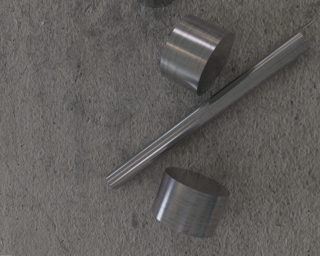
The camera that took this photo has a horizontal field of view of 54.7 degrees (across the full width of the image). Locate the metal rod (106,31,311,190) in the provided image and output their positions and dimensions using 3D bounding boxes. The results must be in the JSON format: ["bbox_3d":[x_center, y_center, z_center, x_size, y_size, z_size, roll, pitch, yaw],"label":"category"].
[{"bbox_3d":[0.048,-0.012,0.391,0.300,0.025,0.025,-37,78,16],"label":"metal rod"}]

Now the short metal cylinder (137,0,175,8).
[{"bbox_3d":[-0.011,-0.204,0.399,0.080,0.050,0.080,0,90,20],"label":"short metal cylinder"}]

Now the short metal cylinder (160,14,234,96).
[{"bbox_3d":[0.044,-0.085,0.364,0.050,0.080,0.080,31,100,17],"label":"short metal cylinder"}]

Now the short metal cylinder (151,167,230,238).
[{"bbox_3d":[0.036,0.085,0.367,0.080,0.080,0.050,22,97,18],"label":"short metal cylinder"}]
